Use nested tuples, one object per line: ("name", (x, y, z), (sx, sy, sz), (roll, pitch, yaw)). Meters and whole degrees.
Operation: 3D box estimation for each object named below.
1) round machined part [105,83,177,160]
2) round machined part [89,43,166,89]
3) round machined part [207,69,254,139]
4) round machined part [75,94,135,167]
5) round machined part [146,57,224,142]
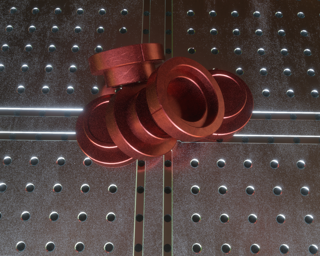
("round machined part", (-0.013, -0.012, 0.382), (0.099, 0.042, 0.098), (17, 61, -33))
("round machined part", (-0.040, -0.078, 0.406), (0.099, 0.098, 0.042), (-12, 96, -5))
("round machined part", (0.077, -0.037, 0.417), (0.099, 0.042, 0.098), (0, 70, -1))
("round machined part", (-0.061, -0.001, 0.402), (0.099, 0.042, 0.098), (0, 70, -1))
("round machined part", (0.025, -0.030, 0.363), (0.099, 0.042, 0.098), (14, 65, -31))
